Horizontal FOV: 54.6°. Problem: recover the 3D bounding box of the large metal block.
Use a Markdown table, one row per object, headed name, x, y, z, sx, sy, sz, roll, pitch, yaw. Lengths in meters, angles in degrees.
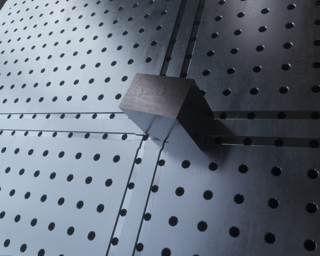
| name | x | y | z | sx | sy | sz | roll | pitch | yaw |
| --- | --- | --- | --- | --- | --- | --- | --- | --- | --- |
| large metal block | 0.011 | -0.020 | 0.380 | 0.080 | 0.080 | 0.050 | 13 | 68 | 33 |
